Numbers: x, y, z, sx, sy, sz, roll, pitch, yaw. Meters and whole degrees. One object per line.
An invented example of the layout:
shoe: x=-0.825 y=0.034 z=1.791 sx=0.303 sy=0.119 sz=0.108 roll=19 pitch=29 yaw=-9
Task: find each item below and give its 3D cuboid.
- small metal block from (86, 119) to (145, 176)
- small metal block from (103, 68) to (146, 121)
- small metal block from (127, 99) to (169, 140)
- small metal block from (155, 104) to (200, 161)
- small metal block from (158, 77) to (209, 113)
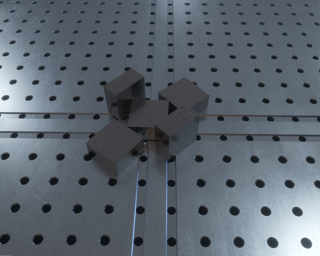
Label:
small metal block: x=-0.055 y=0.023 z=0.388 sx=0.050 sy=0.025 sz=0.050 roll=31 pitch=56 yaw=23
small metal block: x=-0.047 y=-0.046 z=0.430 sx=0.025 sy=0.050 sz=0.050 roll=37 pitch=60 yaw=26
small metal block: x=-0.014 y=-0.011 z=0.417 sx=0.050 sy=0.025 sz=0.050 roll=2 pitch=49 yaw=3
small metal block: x=0.021 y=0.006 z=0.387 sx=0.050 sy=0.050 sz=0.025 roll=-35 pitch=58 yaw=-26
small metal block: x=0.033 y=-0.040 z=0.441 sx=0.050 sy=0.025 sz=0.050 roll=-33 pitch=57 yaw=-24
